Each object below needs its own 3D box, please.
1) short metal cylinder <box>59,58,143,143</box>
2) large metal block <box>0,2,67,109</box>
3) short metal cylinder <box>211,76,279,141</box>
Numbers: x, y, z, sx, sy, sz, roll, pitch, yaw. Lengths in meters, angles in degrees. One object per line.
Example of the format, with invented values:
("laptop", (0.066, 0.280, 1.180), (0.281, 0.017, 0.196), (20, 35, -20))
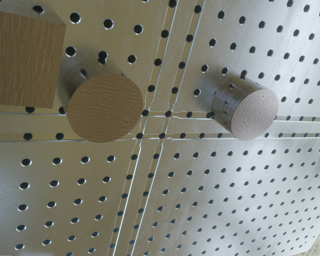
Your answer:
("short metal cylinder", (-0.065, -0.031, 0.341), (0.081, 0.050, 0.079), (-14, 125, -21))
("large metal block", (-0.137, -0.067, 0.279), (0.081, 0.050, 0.079), (4, 117, -31))
("short metal cylinder", (0.121, -0.029, 0.446), (0.081, 0.050, 0.079), (-14, 124, -21))
